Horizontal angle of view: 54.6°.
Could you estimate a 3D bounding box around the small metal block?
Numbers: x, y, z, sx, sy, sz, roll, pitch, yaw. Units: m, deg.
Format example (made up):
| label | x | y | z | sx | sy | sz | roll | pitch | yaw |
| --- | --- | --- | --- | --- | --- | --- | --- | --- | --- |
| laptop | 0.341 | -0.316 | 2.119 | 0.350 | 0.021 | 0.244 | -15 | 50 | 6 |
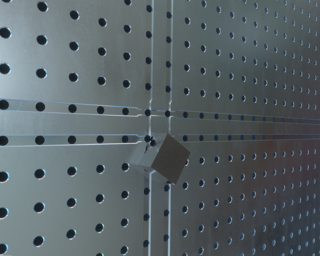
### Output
| label | x | y | z | sx | sy | sz | roll | pitch | yaw |
| --- | --- | --- | --- | --- | --- | --- | --- | --- | --- |
| small metal block | 0.007 | 0.041 | 0.414 | 0.050 | 0.025 | 0.050 | 41 | 65 | -32 |
